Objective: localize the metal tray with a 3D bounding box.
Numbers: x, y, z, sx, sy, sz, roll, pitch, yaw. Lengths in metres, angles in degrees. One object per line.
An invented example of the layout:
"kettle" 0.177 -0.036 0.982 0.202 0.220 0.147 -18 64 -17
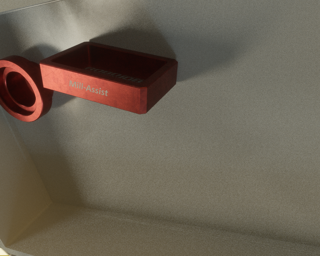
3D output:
"metal tray" -0.056 -0.063 0.355 0.130 0.090 0.030 16 125 18

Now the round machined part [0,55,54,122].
"round machined part" -0.200 -0.061 0.463 0.098 0.042 0.097 13 124 20
